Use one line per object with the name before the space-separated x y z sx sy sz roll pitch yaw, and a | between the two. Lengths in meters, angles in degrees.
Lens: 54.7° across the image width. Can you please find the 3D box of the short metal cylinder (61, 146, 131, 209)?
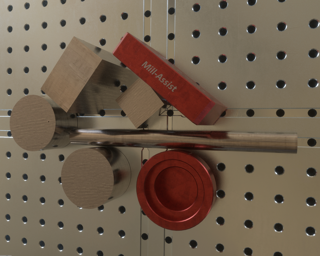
short metal cylinder | -0.088 0.066 0.430 0.080 0.050 0.080 0 90 20

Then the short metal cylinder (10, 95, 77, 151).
short metal cylinder | -0.172 -0.007 0.459 0.080 0.050 0.080 0 90 20

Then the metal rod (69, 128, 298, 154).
metal rod | 0.016 0.015 0.407 0.301 0.025 0.025 1 90 19

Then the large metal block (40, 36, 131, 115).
large metal block | -0.097 -0.066 0.418 0.050 0.080 0.080 40 103 15

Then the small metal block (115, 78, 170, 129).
small metal block | -0.023 -0.034 0.421 0.050 0.025 0.050 -41 77 15

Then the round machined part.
round machined part | 0.023 0.076 0.395 0.098 0.042 0.097 0 90 20

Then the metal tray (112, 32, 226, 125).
metal tray | 0.015 -0.056 0.372 0.130 0.090 0.030 42 103 15
